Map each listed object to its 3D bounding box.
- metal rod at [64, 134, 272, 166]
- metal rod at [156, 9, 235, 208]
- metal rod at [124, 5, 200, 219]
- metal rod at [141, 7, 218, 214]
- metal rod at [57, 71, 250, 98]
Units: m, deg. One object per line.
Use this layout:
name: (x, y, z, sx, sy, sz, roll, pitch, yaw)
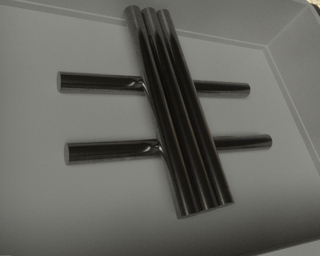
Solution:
metal rod: (0.032, 0.025, 0.406, 0.303, 0.025, 0.025, -1, 63, -29)
metal rod: (0.038, -0.042, 0.417, 0.025, 0.025, 0.299, -1, 62, -29)
metal rod: (-0.005, -0.038, 0.391, 0.025, 0.025, 0.299, -1, 62, -29)
metal rod: (0.017, -0.040, 0.404, 0.025, 0.025, 0.299, -1, 62, -29)
metal rod: (0.010, -0.060, 0.446, 0.303, 0.025, 0.025, -2, 63, -29)
